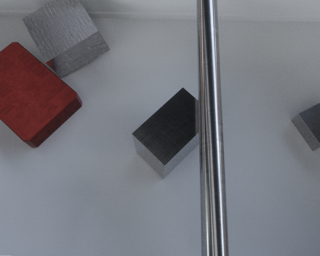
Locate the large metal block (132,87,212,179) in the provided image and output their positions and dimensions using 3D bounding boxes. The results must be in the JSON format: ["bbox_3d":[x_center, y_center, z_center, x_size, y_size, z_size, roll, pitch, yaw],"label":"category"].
[{"bbox_3d":[0.015,0.010,0.377,0.080,0.080,0.050,-43,76,-14],"label":"large metal block"}]

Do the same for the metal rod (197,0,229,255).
[{"bbox_3d":[0.054,-0.017,0.331,0.025,0.025,0.299,1,70,0],"label":"metal rod"}]

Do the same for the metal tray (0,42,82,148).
[{"bbox_3d":[-0.185,-0.047,0.422,0.130,0.030,0.090,40,74,13],"label":"metal tray"}]

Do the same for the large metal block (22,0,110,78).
[{"bbox_3d":[-0.130,-0.131,0.436,0.080,0.050,0.080,-32,73,-1],"label":"large metal block"}]

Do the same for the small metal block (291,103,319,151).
[{"bbox_3d":[0.215,-0.005,0.414,0.050,0.025,0.050,-26,72,-9],"label":"small metal block"}]
